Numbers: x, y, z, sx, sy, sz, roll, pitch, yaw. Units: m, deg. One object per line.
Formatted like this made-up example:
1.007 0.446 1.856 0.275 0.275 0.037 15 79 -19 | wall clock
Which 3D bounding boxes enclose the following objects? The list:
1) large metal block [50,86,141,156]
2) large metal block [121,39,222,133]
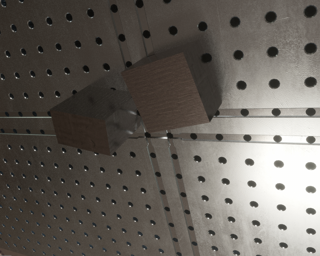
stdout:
-0.081 -0.013 0.408 0.080 0.080 0.050 11 123 22 | large metal block
0.015 -0.046 0.358 0.080 0.050 0.080 -11 113 32 | large metal block
